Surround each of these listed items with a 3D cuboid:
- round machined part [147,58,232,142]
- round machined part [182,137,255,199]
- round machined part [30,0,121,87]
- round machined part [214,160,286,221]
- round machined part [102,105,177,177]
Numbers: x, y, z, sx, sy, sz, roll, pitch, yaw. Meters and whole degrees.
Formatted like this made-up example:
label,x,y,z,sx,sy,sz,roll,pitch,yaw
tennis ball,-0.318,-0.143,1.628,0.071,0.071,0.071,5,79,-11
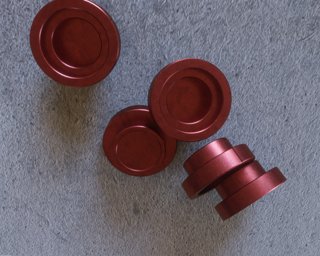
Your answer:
label,x,y,z,sx,sy,sz,roll,pitch,yaw
round machined part,0.033,-0.034,0.379,0.099,0.042,0.097,-2,98,-11
round machined part,0.069,0.048,0.399,0.098,0.098,0.042,-37,70,12
round machined part,-0.095,-0.100,0.363,0.099,0.042,0.097,0,110,0
round machined part,0.113,0.078,0.411,0.098,0.098,0.042,-38,71,13
round machined part,-0.027,0.022,0.408,0.099,0.042,0.097,0,110,0
